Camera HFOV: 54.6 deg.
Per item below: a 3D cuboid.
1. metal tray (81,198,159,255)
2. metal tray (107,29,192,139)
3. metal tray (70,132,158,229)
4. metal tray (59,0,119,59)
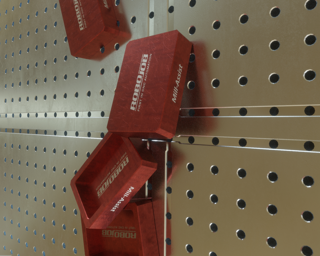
[{"bbox_3d":[-0.064,0.155,0.460,0.130,0.030,0.090,-14,81,39],"label":"metal tray"},{"bbox_3d":[-0.014,-0.053,0.395,0.090,0.030,0.130,0,73,40],"label":"metal tray"},{"bbox_3d":[-0.070,0.067,0.438,0.130,0.030,0.090,-51,48,16],"label":"metal tray"},{"bbox_3d":[-0.120,-0.191,0.507,0.090,0.030,0.130,-25,74,37],"label":"metal tray"}]
